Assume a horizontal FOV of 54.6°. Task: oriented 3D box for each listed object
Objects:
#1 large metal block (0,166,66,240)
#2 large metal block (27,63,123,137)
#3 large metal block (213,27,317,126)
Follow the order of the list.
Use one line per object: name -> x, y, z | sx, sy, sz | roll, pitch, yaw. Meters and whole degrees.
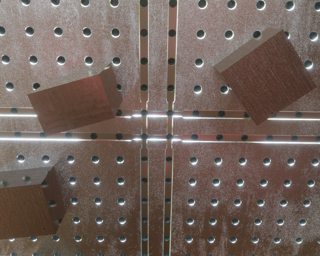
large metal block -> -0.188, 0.105, 0.437 | 0.080, 0.050, 0.080 | -6, 110, 2
large metal block -> -0.095, -0.037, 0.370 | 0.080, 0.080, 0.050 | -15, 110, 5
large metal block -> 0.125, -0.063, 0.378 | 0.080, 0.050, 0.080 | -35, 107, 12
